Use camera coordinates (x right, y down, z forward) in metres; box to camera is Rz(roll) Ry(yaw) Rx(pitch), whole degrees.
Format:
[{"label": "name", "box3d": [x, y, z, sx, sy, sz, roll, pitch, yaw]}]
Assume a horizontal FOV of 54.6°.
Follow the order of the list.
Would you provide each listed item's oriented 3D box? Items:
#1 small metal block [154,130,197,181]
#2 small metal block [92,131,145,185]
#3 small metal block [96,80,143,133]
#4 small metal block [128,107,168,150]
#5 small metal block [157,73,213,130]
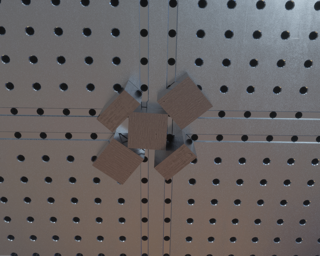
[{"label": "small metal block", "box3d": [0.020, 0.035, 0.413, 0.050, 0.050, 0.025, -40, 105, 13]}, {"label": "small metal block", "box3d": [-0.056, 0.042, 0.428, 0.050, 0.025, 0.050, 36, 106, -13]}, {"label": "small metal block", "box3d": [-0.049, -0.028, 0.389, 0.025, 0.050, 0.050, 42, 105, -15]}, {"label": "small metal block", "box3d": [-0.016, 0.000, 0.413, 0.050, 0.025, 0.050, 4, 109, 0]}, {"label": "small metal block", "box3d": [0.032, -0.035, 0.401, 0.050, 0.025, 0.050, -38, 106, 13]}]
